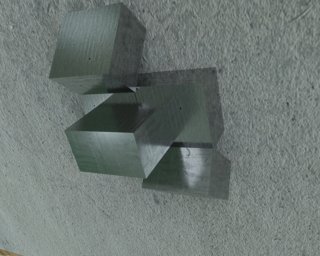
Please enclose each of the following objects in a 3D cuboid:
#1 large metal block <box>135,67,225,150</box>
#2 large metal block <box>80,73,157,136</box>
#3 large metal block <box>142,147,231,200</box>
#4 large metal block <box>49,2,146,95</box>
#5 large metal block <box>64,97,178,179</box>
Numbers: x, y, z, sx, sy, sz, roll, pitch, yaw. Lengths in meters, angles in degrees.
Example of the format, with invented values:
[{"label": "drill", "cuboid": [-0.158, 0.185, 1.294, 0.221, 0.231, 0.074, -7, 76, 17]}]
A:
[{"label": "large metal block", "cuboid": [0.025, -0.022, 0.362, 0.080, 0.050, 0.079, 1, 119, 27]}, {"label": "large metal block", "cuboid": [-0.047, -0.022, 0.399, 0.080, 0.050, 0.079, 1, 119, 27]}, {"label": "large metal block", "cuboid": [0.036, 0.056, 0.380, 0.080, 0.080, 0.050, 1, 75, 27]}, {"label": "large metal block", "cuboid": [-0.068, -0.085, 0.347, 0.080, 0.050, 0.080, 1, 75, 28]}, {"label": "large metal block", "cuboid": [-0.037, 0.006, 0.331, 0.080, 0.080, 0.050, 1, 119, 27]}]
